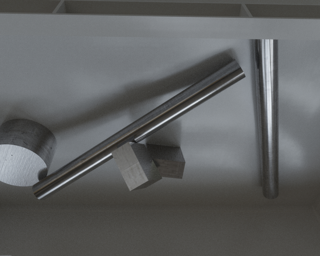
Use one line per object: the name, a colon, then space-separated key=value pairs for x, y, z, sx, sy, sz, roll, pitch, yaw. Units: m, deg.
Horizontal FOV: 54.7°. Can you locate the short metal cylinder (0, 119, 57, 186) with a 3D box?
short metal cylinder: x=-0.187 y=0.034 z=0.419 sx=0.081 sy=0.050 sz=0.079 roll=0 pitch=130 yaw=0

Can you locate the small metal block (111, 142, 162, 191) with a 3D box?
small metal block: x=-0.027 y=0.046 z=0.373 sx=0.025 sy=0.050 sz=0.050 roll=-32 pitch=165 yaw=12

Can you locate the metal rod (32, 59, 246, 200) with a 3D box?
metal rod: x=-0.035 y=0.008 z=0.383 sx=0.300 sy=0.025 sz=0.025 roll=-31 pitch=124 yaw=11

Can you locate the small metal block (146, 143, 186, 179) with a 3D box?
small metal block: x=0.005 y=0.045 z=0.427 sx=0.050 sy=0.050 sz=0.025 roll=7 pitch=109 yaw=-7

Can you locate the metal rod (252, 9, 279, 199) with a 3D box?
metal rod: x=0.142 y=-0.005 z=0.406 sx=0.025 sy=0.025 sz=0.299 roll=-11 pitch=130 yaw=9
